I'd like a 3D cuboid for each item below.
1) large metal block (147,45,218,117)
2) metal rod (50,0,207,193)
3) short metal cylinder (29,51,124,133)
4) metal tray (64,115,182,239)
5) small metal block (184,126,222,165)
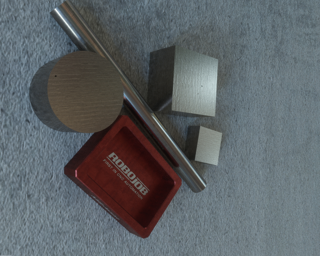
[{"bbox_3d":[0.031,-0.058,0.418,0.081,0.050,0.080,6,87,-40],"label":"large metal block"},{"bbox_3d":[-0.023,-0.020,0.388,0.025,0.025,0.300,-53,121,-27],"label":"metal rod"},{"bbox_3d":[-0.085,-0.035,0.320,0.081,0.050,0.079,0,90,-40],"label":"short metal cylinder"},{"bbox_3d":[-0.038,0.059,0.373,0.130,0.030,0.090,52,60,-28],"label":"metal tray"},{"bbox_3d":[0.064,0.027,0.463,0.050,0.025,0.050,17,79,-39],"label":"small metal block"}]
